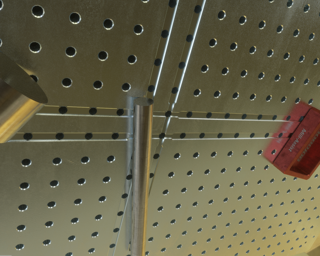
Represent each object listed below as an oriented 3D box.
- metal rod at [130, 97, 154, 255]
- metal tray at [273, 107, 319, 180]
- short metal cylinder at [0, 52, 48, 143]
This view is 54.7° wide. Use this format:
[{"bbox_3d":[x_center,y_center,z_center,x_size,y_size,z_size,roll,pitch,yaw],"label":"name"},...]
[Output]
[{"bbox_3d":[-0.029,0.096,0.456,0.025,0.025,0.298,-10,123,-23],"label":"metal rod"},{"bbox_3d":[0.284,0.033,0.587,0.091,0.030,0.129,17,109,-35],"label":"metal tray"},{"bbox_3d":[-0.149,-0.032,0.274,0.050,0.080,0.080,-45,130,2],"label":"short metal cylinder"}]
